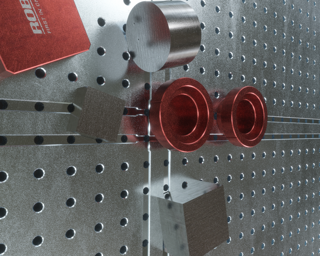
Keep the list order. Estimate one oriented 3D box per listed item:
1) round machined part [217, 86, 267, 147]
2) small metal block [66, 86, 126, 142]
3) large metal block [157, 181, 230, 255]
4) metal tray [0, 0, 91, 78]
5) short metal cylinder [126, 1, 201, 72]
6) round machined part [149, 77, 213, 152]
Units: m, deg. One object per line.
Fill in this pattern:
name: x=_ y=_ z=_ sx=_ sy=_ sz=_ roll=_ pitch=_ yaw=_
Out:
round machined part: x=0.131 y=-0.018 z=0.507 sx=0.099 sy=0.042 sz=0.097 roll=0 pitch=90 yaw=-40
small metal block: x=-0.071 y=-0.014 z=0.349 sx=0.050 sy=0.025 sz=0.050 roll=20 pitch=78 yaw=-38
large metal block: x=0.048 y=0.126 z=0.433 sx=0.081 sy=0.050 sz=0.079 roll=-13 pitch=99 yaw=-39
metal tray: x=-0.133 y=-0.124 z=0.294 sx=0.091 sy=0.030 sz=0.129 roll=-31 pitch=109 yaw=-36
short metal cylinder: x=0.003 y=-0.112 z=0.375 sx=0.050 sy=0.080 sz=0.080 roll=-20 pitch=103 yaw=-38
round machined part: x=0.024 y=-0.017 z=0.418 sx=0.099 sy=0.042 sz=0.097 roll=0 pitch=90 yaw=-40
